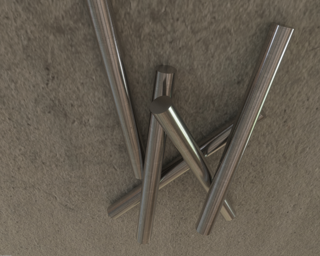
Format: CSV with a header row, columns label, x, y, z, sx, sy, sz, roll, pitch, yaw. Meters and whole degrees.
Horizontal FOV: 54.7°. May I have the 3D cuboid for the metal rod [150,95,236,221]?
label,x,y,z,sx,sy,sz,roll,pitch,yaw
metal rod,0.060,0.062,0.429,0.025,0.025,0.300,-19,138,15

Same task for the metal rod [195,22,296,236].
label,x,y,z,sx,sy,sz,roll,pitch,yaw
metal rod,0.096,0.022,0.389,0.025,0.025,0.298,9,118,-8

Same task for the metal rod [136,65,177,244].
label,x,y,z,sx,sy,sz,roll,pitch,yaw
metal rod,-0.010,0.057,0.431,0.025,0.025,0.298,5,123,-5

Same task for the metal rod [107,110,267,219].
label,x,y,z,sx,sy,sz,roll,pitch,yaw
metal rod,0.023,0.061,0.459,0.025,0.025,0.299,36,121,-27

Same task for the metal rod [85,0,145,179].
label,x,y,z,sx,sy,sz,roll,pitch,yaw
metal rod,-0.047,-0.045,0.367,0.025,0.025,0.298,-6,130,4
